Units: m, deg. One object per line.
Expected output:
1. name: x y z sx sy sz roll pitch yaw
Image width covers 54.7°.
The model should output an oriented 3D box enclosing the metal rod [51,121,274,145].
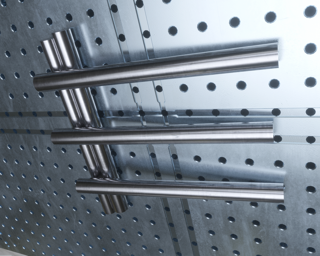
1. metal rod: -0.013 0.009 0.402 0.301 0.025 0.025 -2 118 21

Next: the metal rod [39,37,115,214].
1. metal rod: -0.117 0.012 0.477 0.025 0.025 0.298 1 119 27

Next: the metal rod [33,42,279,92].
1. metal rod: -0.022 -0.066 0.362 0.301 0.025 0.025 -2 118 22

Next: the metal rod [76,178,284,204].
1. metal rod: 0.013 0.086 0.437 0.301 0.025 0.025 -2 118 22

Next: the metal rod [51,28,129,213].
1. metal rod: -0.096 0.005 0.462 0.025 0.025 0.298 1 119 27
